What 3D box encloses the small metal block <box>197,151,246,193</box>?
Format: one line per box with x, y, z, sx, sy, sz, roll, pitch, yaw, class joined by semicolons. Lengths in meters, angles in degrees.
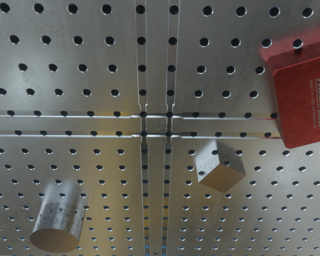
0.093;0.068;0.471;0.050;0.025;0.050;26;126;-21;small metal block

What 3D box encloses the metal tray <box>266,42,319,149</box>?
0.188;-0.038;0.378;0.090;0.030;0.130;-17;129;13;metal tray

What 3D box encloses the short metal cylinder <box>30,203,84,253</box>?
-0.178;0.176;0.543;0.081;0.050;0.079;0;130;0;short metal cylinder
